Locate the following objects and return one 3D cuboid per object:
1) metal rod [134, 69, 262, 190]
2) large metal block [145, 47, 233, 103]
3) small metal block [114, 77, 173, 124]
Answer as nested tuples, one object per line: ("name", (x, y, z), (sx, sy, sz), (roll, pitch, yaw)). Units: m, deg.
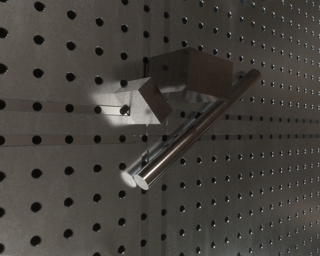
("metal rod", (0.073, -0.013, 0.472), (0.302, 0.025, 0.025), (-40, 115, -33))
("large metal block", (0.037, -0.064, 0.407), (0.081, 0.080, 0.050), (6, 86, -40))
("small metal block", (-0.021, -0.032, 0.377), (0.025, 0.050, 0.050), (-49, 120, -29))
